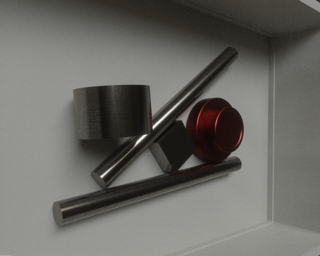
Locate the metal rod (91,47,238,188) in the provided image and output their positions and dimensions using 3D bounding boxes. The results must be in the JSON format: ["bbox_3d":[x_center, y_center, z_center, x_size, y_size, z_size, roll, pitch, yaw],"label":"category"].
[{"bbox_3d":[0.024,-0.031,0.427,0.301,0.025,0.025,-44,117,-31],"label":"metal rod"}]

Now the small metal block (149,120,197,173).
[{"bbox_3d":[0.017,0.024,0.420,0.050,0.025,0.050,-43,116,-32],"label":"small metal block"}]

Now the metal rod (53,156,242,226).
[{"bbox_3d":[0.010,0.073,0.415,0.302,0.025,0.025,-7,95,-40],"label":"metal rod"}]

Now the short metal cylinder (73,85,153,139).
[{"bbox_3d":[-0.049,-0.017,0.330,0.081,0.080,0.050,-7,95,-40],"label":"short metal cylinder"}]

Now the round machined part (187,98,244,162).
[{"bbox_3d":[0.090,0.002,0.470,0.099,0.042,0.097,0,90,-40],"label":"round machined part"}]
